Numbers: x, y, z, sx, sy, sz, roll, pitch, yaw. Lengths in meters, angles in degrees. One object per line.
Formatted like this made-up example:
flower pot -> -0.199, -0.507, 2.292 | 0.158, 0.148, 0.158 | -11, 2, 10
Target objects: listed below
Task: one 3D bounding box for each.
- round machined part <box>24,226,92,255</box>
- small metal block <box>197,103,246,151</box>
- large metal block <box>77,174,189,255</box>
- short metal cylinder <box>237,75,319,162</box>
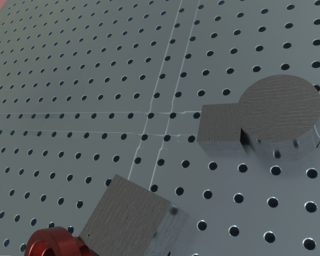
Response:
round machined part -> -0.109, 0.158, 0.340 | 0.098, 0.042, 0.097 | -5, 83, 43
small metal block -> 0.075, -0.001, 0.370 | 0.050, 0.025, 0.050 | -1, 61, 27
large metal block -> -0.028, 0.108, 0.341 | 0.080, 0.050, 0.080 | 19, 72, 35
short metal cylinder -> 0.128, -0.010, 0.331 | 0.080, 0.050, 0.080 | -13, 56, 21
